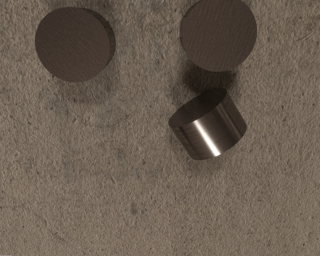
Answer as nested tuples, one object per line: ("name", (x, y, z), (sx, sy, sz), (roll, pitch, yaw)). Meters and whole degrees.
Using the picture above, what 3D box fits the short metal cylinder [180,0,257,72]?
("short metal cylinder", (0.064, -0.109, 0.357), (0.081, 0.050, 0.079), (0, 110, -1))

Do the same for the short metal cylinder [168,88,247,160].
("short metal cylinder", (0.058, -0.006, 0.379), (0.080, 0.080, 0.050), (-31, 108, 10))

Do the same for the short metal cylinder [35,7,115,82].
("short metal cylinder", (-0.095, -0.097, 0.359), (0.081, 0.050, 0.079), (0, 110, -1))
